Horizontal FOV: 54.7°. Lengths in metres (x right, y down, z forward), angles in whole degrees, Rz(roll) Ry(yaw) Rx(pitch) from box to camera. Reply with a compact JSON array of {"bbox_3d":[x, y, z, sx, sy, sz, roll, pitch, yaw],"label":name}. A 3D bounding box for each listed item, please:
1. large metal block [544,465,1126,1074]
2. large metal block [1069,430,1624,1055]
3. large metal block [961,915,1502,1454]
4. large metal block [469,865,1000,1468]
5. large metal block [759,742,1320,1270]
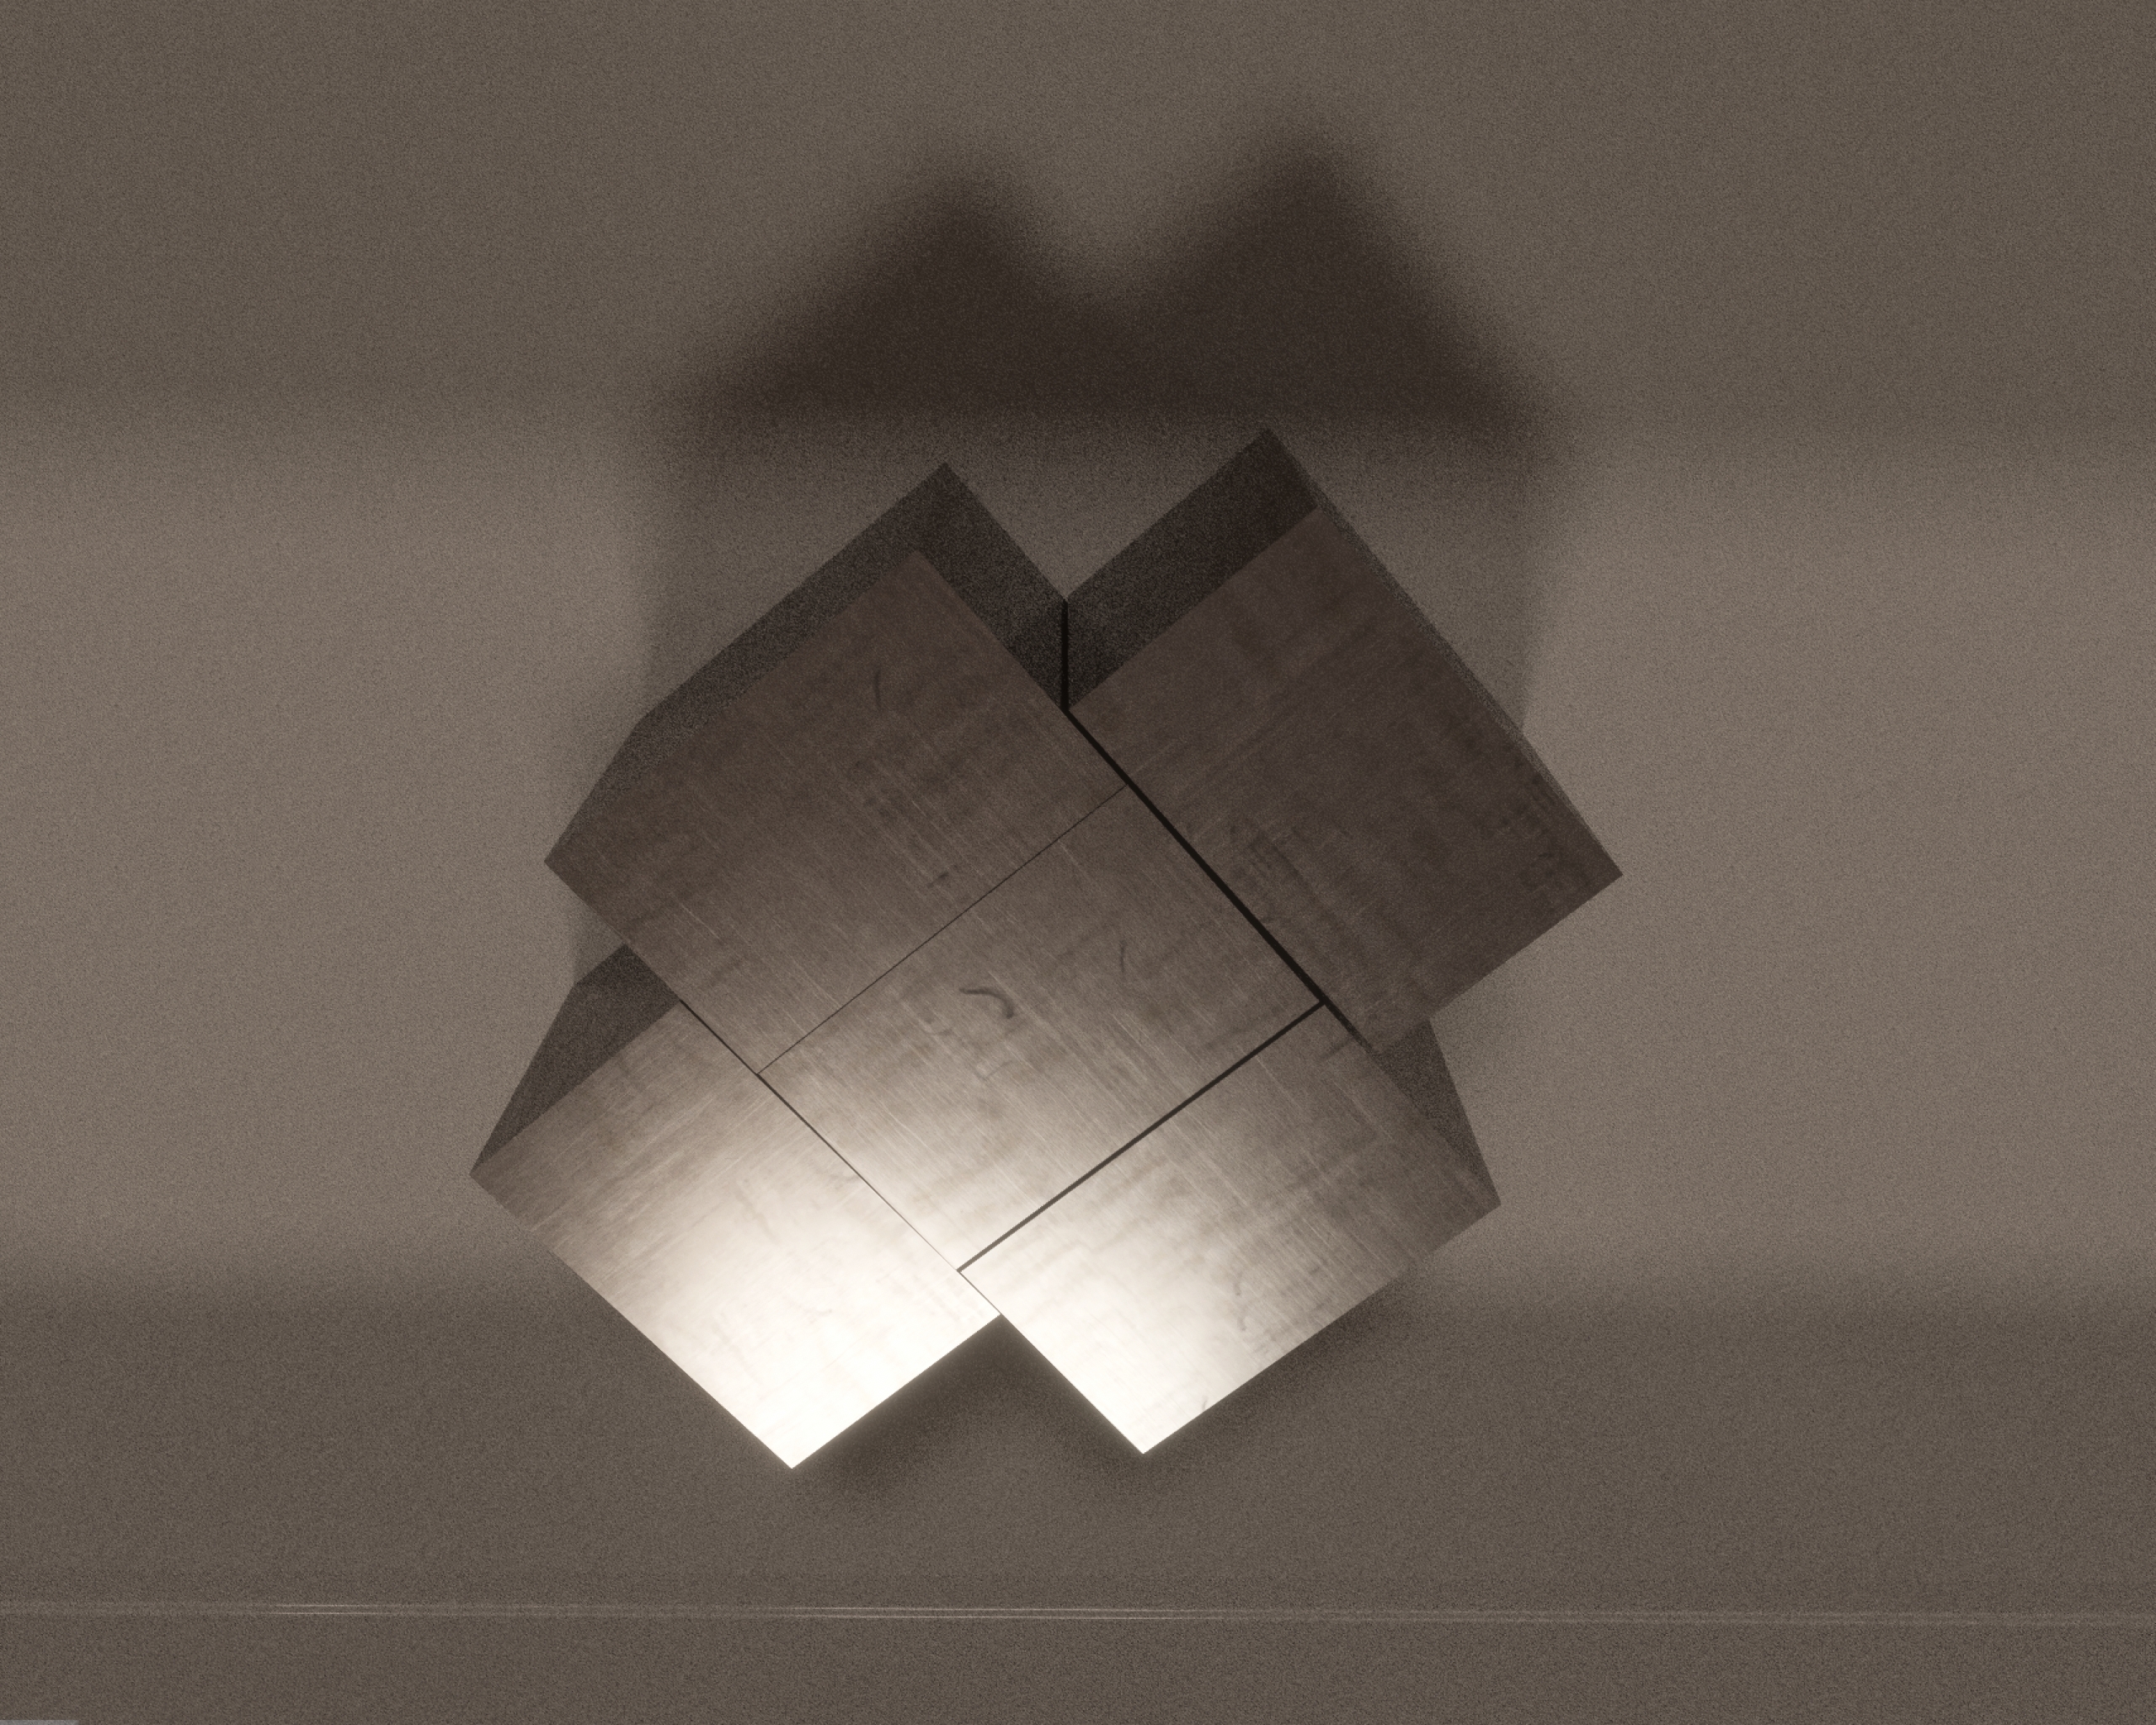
[{"bbox_3d":[-0.039,-0.020,0.373,0.080,0.080,0.050,-38,106,12],"label":"large metal block"},{"bbox_3d":[0.044,-0.025,0.373,0.050,0.080,0.080,-39,106,13],"label":"large metal block"},{"bbox_3d":[0.026,0.052,0.401,0.080,0.080,0.050,-38,106,12],"label":"large metal block"},{"bbox_3d":[-0.059,0.053,0.400,0.050,0.080,0.080,-39,106,13],"label":"large metal block"},{"bbox_3d":[-0.007,0.016,0.387,0.080,0.080,0.050,-38,106,12],"label":"large metal block"}]
